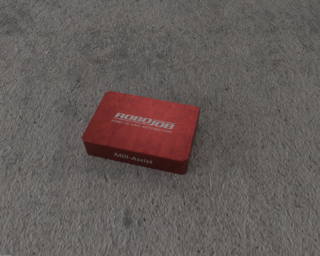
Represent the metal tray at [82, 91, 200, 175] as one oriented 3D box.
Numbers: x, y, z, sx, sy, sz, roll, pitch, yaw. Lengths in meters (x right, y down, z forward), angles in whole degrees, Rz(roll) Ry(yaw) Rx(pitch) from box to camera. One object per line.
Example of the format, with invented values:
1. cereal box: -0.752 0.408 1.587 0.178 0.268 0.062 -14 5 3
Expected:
1. metal tray: -0.021 0.003 0.398 0.130 0.030 0.090 11 51 9
